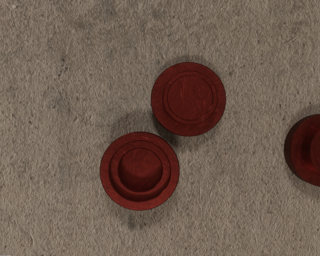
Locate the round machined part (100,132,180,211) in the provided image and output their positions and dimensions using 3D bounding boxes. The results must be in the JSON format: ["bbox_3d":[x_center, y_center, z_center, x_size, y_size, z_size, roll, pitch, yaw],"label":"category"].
[{"bbox_3d":[-0.025,0.053,0.401,0.099,0.042,0.097,0,90,-1],"label":"round machined part"}]

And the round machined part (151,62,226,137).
[{"bbox_3d":[0.037,-0.037,0.402,0.099,0.042,0.097,0,90,-1],"label":"round machined part"}]

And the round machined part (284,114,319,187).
[{"bbox_3d":[0.219,0.030,0.404,0.099,0.042,0.097,0,90,-1],"label":"round machined part"}]
